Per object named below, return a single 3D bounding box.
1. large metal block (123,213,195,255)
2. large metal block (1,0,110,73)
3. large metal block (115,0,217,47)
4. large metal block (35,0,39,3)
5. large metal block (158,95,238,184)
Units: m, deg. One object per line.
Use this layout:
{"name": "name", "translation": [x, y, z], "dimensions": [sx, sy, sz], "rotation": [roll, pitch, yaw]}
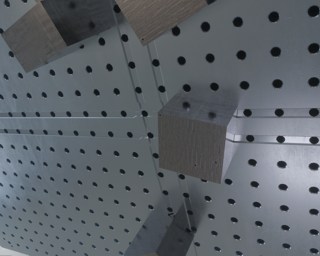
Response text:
{"name": "large metal block", "translation": [-0.003, 0.191, 0.496], "dimensions": [0.080, 0.080, 0.050], "rotation": [-29, 102, 38]}
{"name": "large metal block", "translation": [-0.123, -0.115, 0.370], "dimensions": [0.080, 0.080, 0.050], "rotation": [-18, 109, 35]}
{"name": "large metal block", "translation": [0.002, -0.141, 0.307], "dimensions": [0.080, 0.050, 0.080], "rotation": [-22, 106, 36]}
{"name": "large metal block", "translation": [-0.127, -0.197, 0.341], "dimensions": [0.080, 0.050, 0.080], "rotation": [47, 129, -5]}
{"name": "large metal block", "translation": [0.045, 0.013, 0.379], "dimensions": [0.080, 0.050, 0.080], "rotation": [12, 124, 21]}
